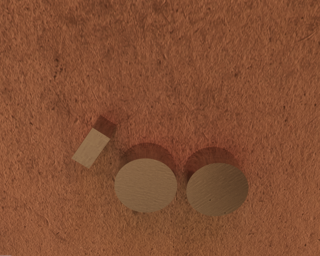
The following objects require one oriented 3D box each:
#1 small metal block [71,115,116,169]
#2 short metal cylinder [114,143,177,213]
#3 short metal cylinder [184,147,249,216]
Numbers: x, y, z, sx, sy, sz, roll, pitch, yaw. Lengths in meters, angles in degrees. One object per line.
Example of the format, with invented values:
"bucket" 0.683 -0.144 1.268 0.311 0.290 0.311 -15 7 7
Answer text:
"small metal block" -0.085 0.017 0.402 0.025 0.050 0.050 34 106 -12
"short metal cylinder" -0.018 0.066 0.421 0.081 0.050 0.079 0 110 0
"short metal cylinder" 0.074 0.072 0.424 0.081 0.050 0.079 0 110 0
